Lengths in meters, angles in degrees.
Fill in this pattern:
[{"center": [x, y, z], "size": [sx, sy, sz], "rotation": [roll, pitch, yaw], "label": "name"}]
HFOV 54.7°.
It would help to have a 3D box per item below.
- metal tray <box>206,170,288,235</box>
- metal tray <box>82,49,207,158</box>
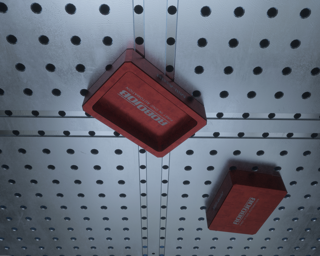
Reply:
[{"center": [0.140, 0.128, 0.520], "size": [0.091, 0.030, 0.129], "rotation": [9, 130, -9], "label": "metal tray"}, {"center": [-0.017, -0.024, 0.387], "size": [0.130, 0.030, 0.090], "rotation": [35, 122, -27], "label": "metal tray"}]
